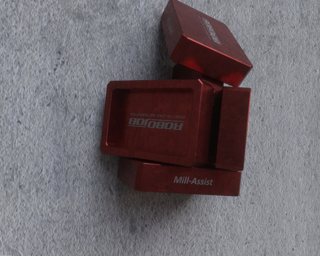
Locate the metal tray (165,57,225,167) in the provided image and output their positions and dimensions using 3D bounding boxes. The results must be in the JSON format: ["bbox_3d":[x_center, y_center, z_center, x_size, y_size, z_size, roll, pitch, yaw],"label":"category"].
[{"bbox_3d":[0.040,-0.021,0.391,0.030,0.090,0.129,8,88,-20],"label":"metal tray"}]

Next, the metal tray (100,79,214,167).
[{"bbox_3d":[-0.007,-0.008,0.357,0.030,0.130,0.089,9,86,-57],"label":"metal tray"}]

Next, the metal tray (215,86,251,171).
[{"bbox_3d":[0.092,0.003,0.393,0.030,0.130,0.089,6,88,13],"label":"metal tray"}]

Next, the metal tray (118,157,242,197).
[{"bbox_3d":[0.022,0.058,0.384,0.131,0.090,0.030,7,88,-20],"label":"metal tray"}]

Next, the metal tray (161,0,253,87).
[{"bbox_3d":[0.052,-0.109,0.381,0.091,0.130,0.030,19,125,-20],"label":"metal tray"}]
